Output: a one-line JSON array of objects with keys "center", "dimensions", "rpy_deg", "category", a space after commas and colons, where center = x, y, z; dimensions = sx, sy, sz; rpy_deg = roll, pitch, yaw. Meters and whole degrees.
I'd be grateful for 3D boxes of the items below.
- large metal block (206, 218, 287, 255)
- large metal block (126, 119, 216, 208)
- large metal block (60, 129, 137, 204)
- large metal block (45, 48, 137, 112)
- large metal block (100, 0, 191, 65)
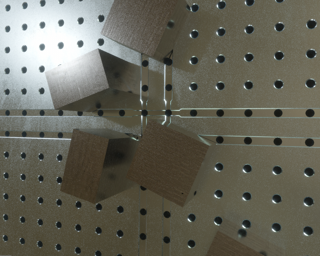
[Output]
[{"center": [0.093, 0.168, 0.366], "dimensions": [0.080, 0.050, 0.080], "rpy_deg": [25, 98, 18], "category": "large metal block"}, {"center": [0.015, 0.041, 0.393], "dimensions": [0.080, 0.050, 0.080], "rpy_deg": [24, 98, 18], "category": "large metal block"}, {"center": [-0.078, 0.045, 0.410], "dimensions": [0.050, 0.080, 0.079], "rpy_deg": [15, 95, 19], "category": "large metal block"}, {"center": [-0.089, -0.059, 0.413], "dimensions": [0.080, 0.080, 0.050], "rpy_deg": [-18, 84, 19], "category": "large metal block"}, {"center": [-0.018, -0.140, 0.405], "dimensions": [0.080, 0.050, 0.080], "rpy_deg": [28, 99, 17], "category": "large metal block"}]
